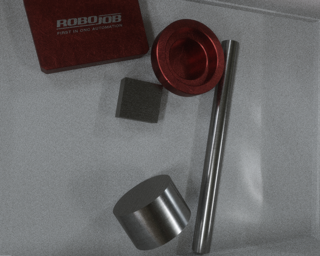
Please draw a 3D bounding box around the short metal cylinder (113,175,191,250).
[{"bbox_3d":[-0.010,0.101,0.379,0.080,0.080,0.050,-33,101,-17],"label":"short metal cylinder"}]

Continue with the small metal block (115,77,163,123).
[{"bbox_3d":[-0.027,-0.035,0.401,0.050,0.025,0.050,10,87,-20],"label":"small metal block"}]

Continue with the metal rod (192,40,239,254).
[{"bbox_3d":[0.080,0.024,0.441,0.025,0.025,0.298,10,87,-20],"label":"metal rod"}]

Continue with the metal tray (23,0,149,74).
[{"bbox_3d":[-0.087,-0.122,0.376,0.131,0.030,0.089,-15,95,-20],"label":"metal tray"}]

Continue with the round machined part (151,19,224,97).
[{"bbox_3d":[0.033,-0.089,0.412,0.099,0.042,0.097,2,86,-24],"label":"round machined part"}]
